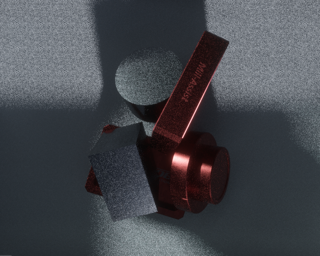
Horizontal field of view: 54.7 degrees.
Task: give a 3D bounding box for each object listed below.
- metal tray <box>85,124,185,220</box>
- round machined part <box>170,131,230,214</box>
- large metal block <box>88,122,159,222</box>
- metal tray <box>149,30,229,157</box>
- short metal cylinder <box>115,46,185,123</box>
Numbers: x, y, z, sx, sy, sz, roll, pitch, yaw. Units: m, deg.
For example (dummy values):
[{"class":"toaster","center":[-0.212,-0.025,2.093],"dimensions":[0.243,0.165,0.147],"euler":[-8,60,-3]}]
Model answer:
[{"class":"metal tray","center":[-0.021,0.056,0.406],"dimensions":[0.131,0.030,0.090],"euler":[17,90,0]},{"class":"round machined part","center":[0.053,0.054,0.371],"dimensions":[0.042,0.098,0.097],"euler":[6,90,30]},{"class":"large metal block","center":[-0.037,0.047,0.359],"dimensions":[0.050,0.080,0.080],"euler":[-15,106,6]},{"class":"metal tray","center":[0.032,-0.036,0.362],"dimensions":[0.030,0.090,0.130],"euler":[27,74,3]},{"class":"short metal cylinder","center":[-0.009,-0.053,0.382],"dimensions":[0.080,0.050,0.080],"euler":[-4,67,10]}]
